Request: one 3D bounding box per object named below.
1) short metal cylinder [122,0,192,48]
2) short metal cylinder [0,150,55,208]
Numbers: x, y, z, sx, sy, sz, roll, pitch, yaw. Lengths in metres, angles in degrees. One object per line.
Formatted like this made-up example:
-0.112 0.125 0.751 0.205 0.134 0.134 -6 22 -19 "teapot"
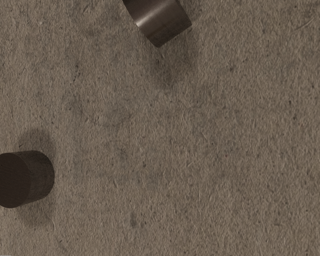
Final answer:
-0.003 -0.147 0.380 0.050 0.080 0.080 -31 80 17 "short metal cylinder"
-0.209 0.075 0.467 0.080 0.050 0.079 0 90 19 "short metal cylinder"
